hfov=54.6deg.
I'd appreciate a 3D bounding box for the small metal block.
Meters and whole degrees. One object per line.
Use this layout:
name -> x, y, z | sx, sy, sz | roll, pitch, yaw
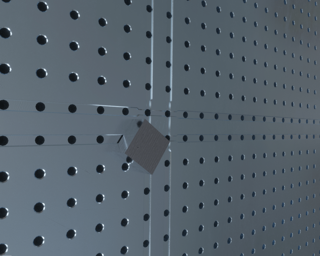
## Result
small metal block -> -0.022, 0.023, 0.390 | 0.050, 0.025, 0.050 | 43, 64, -31
